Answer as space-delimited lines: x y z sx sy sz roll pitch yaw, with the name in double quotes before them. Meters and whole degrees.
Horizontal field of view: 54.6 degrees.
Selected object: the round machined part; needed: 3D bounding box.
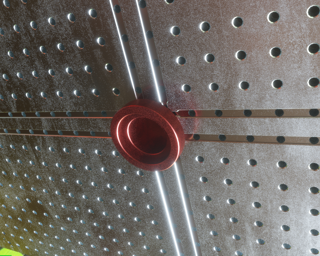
"round machined part" -0.013 0.006 0.410 0.098 0.042 0.097 13 124 21
